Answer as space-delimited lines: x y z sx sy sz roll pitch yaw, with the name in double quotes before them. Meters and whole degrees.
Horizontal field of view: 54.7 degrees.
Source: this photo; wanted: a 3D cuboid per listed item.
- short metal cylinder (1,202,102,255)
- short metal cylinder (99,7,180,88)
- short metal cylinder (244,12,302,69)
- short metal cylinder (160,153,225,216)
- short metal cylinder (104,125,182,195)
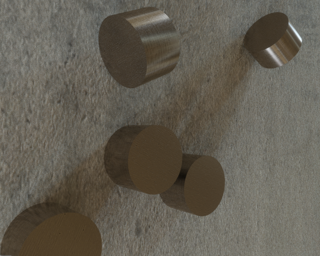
"short metal cylinder" -0.105 0.118 0.302 0.081 0.050 0.079 0 90 -40
"short metal cylinder" -0.024 -0.091 0.350 0.050 0.080 0.080 -30 109 -36
"short metal cylinder" 0.194 -0.150 0.534 0.050 0.080 0.080 34 69 -36
"short metal cylinder" 0.044 0.076 0.428 0.081 0.050 0.079 0 90 -40
"short metal cylinder" -0.019 0.036 0.374 0.081 0.050 0.079 0 90 -40
